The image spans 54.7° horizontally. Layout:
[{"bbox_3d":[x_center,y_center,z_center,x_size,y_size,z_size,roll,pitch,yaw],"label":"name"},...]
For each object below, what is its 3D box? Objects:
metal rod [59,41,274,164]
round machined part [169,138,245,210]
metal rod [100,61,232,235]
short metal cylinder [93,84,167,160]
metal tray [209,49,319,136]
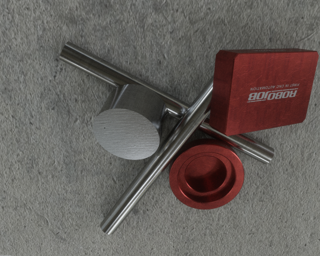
[{"bbox_3d":[0.017,-0.028,0.402,0.301,0.025,0.025,27,108,-10],"label":"metal rod"},{"bbox_3d":[0.061,0.059,0.424,0.099,0.042,0.097,0,110,0],"label":"round machined part"},{"bbox_3d":[0.003,0.039,0.407,0.025,0.025,0.298,32,113,-11],"label":"metal rod"},{"bbox_3d":[-0.035,-0.007,0.381,0.080,0.050,0.079,7,131,9],"label":"short metal cylinder"},{"bbox_3d":[0.123,-0.045,0.363,0.131,0.030,0.089,-8,113,-27],"label":"metal tray"}]
